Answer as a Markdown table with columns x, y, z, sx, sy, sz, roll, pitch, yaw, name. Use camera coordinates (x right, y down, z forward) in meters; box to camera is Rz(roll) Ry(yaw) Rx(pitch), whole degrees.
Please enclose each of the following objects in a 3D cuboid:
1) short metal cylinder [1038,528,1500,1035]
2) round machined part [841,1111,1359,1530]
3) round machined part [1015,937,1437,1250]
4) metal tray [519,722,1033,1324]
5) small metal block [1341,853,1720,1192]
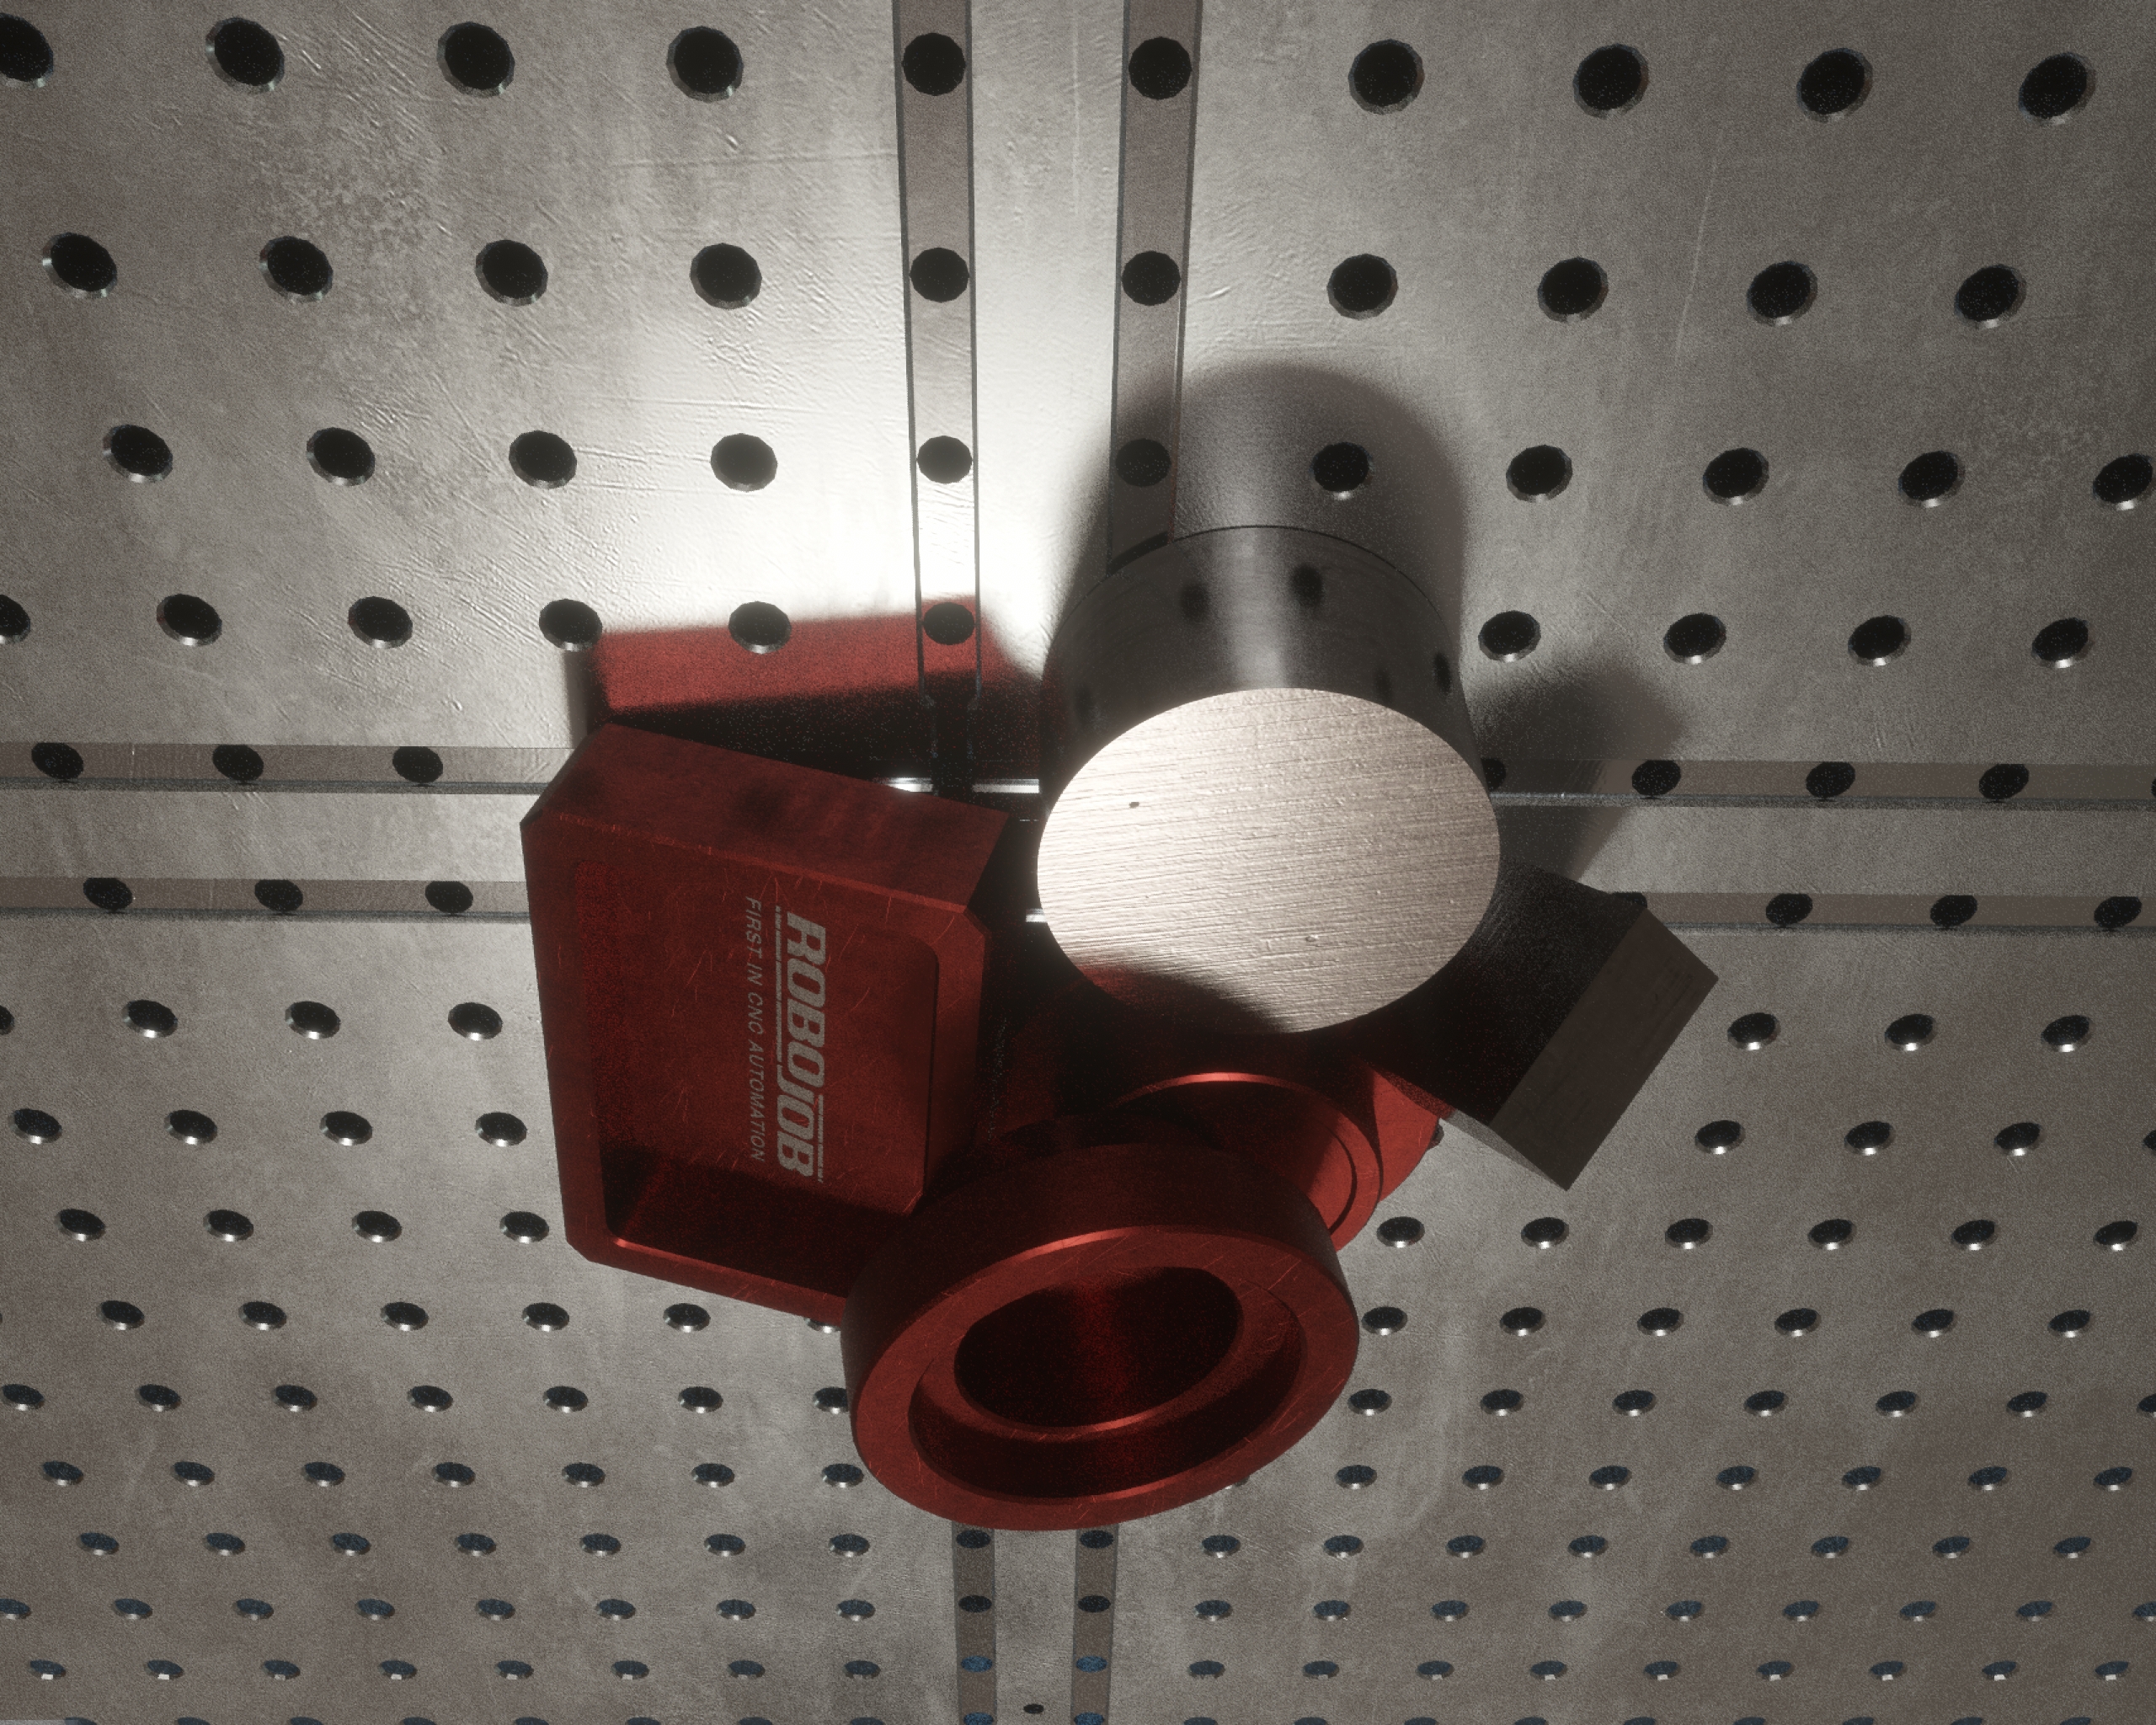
| x | y | z | sx | sy | sz | roll | pitch | yaw | name |
| --- | --- | --- | --- | --- | --- | --- | --- | --- | --- |
| 0.033 | -0.014 | 0.383 | 0.081 | 0.050 | 0.079 | 0 | 130 | 0 | short metal cylinder |
| 0.002 | 0.087 | 0.412 | 0.099 | 0.042 | 0.097 | -7 | 133 | -8 | round machined part |
| 0.029 | 0.054 | 0.446 | 0.099 | 0.042 | 0.097 | -1 | 130 | 0 | round machined part |
| -0.061 | 0.039 | 0.427 | 0.090 | 0.030 | 0.129 | 13 | 130 | 7 | metal tray |
| 0.087 | 0.029 | 0.409 | 0.025 | 0.050 | 0.050 | 39 | 85 | -28 | small metal block |
